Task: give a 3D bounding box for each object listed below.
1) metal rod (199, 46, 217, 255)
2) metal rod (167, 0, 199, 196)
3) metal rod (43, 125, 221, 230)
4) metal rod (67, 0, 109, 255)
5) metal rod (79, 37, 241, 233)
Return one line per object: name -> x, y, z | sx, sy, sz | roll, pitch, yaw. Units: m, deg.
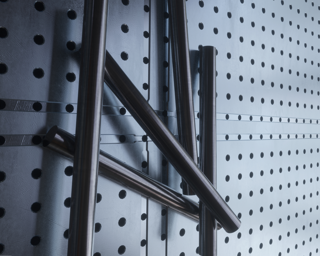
metal rod -> 0.069, 0.027, 0.449 | 0.025, 0.025, 0.298 | 9, 78, -40
metal rod -> 0.032, -0.058, 0.429 | 0.025, 0.025, 0.298 | -5, 91, -40
metal rod -> -0.011, 0.078, 0.402 | 0.301, 0.025, 0.025 | 35, 69, -35
metal rod -> -0.074, 0.014, 0.315 | 0.025, 0.025, 0.298 | 6, 86, -40
metal rod -> 0.009, 0.020, 0.382 | 0.300, 0.025, 0.025 | 52, 59, -15
